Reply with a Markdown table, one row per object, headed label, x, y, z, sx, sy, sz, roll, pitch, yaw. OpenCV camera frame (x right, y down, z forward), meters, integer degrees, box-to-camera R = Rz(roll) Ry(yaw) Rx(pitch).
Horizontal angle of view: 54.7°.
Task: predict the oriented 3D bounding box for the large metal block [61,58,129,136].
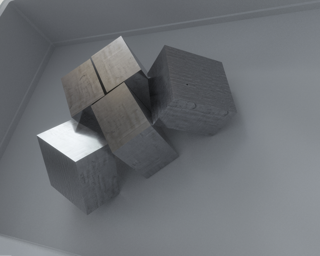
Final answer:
| label | x | y | z | sx | sy | sz | roll | pitch | yaw |
| --- | --- | --- | --- | --- | --- | --- | --- | --- | --- |
| large metal block | -0.086 | -0.036 | 0.434 | 0.050 | 0.080 | 0.080 | -33 | 52 | 7 |

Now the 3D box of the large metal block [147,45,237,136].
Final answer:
| label | x | y | z | sx | sy | sz | roll | pitch | yaw |
| --- | --- | --- | --- | --- | --- | --- | --- | --- | --- |
| large metal block | 0.035 | -0.043 | 0.367 | 0.050 | 0.081 | 0.080 | -52 | 36 | 46 |

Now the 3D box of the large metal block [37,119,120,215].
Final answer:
| label | x | y | z | sx | sy | sz | roll | pitch | yaw |
| --- | --- | --- | --- | --- | --- | --- | --- | --- | --- |
| large metal block | -0.099 | 0.046 | 0.382 | 0.080 | 0.079 | 0.050 | 24 | 40 | 36 |

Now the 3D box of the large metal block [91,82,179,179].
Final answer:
| label | x | y | z | sx | sy | sz | roll | pitch | yaw |
| --- | --- | --- | --- | --- | --- | --- | --- | --- | --- |
| large metal block | -0.030 | 0.004 | 0.380 | 0.050 | 0.080 | 0.080 | -36 | 51 | 4 |

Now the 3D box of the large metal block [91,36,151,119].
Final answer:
| label | x | y | z | sx | sy | sz | roll | pitch | yaw |
| --- | --- | --- | --- | --- | --- | --- | --- | --- | --- |
| large metal block | -0.042 | -0.065 | 0.429 | 0.050 | 0.080 | 0.080 | -34 | 52 | 6 |
